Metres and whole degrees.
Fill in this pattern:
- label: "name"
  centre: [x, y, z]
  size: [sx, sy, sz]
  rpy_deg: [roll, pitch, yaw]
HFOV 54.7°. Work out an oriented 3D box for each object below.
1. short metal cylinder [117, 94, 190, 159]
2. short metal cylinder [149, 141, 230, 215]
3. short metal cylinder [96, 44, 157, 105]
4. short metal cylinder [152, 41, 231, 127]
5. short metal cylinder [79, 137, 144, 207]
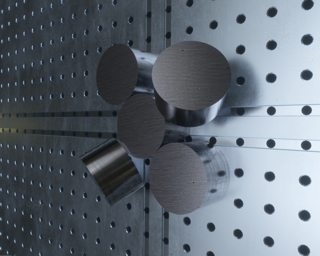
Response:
- label: "short metal cylinder"
  centre: [-0.009, -0.002, 0.398]
  size: [0.080, 0.050, 0.079]
  rpy_deg: [0, 90, 39]
- label: "short metal cylinder"
  centre: [0.034, 0.056, 0.363]
  size: [0.080, 0.050, 0.079]
  rpy_deg: [0, 90, 39]
- label: "short metal cylinder"
  centre: [-0.042, -0.070, 0.425]
  size: [0.080, 0.050, 0.079]
  rpy_deg: [0, 90, 39]
- label: "short metal cylinder"
  centre: [0.033, -0.047, 0.338]
  size: [0.080, 0.050, 0.080]
  rpy_deg: [-1, 70, 2]
- label: "short metal cylinder"
  centre: [-0.066, 0.059, 0.418]
  size: [0.080, 0.050, 0.080]
  rpy_deg: [50, 161, 25]
